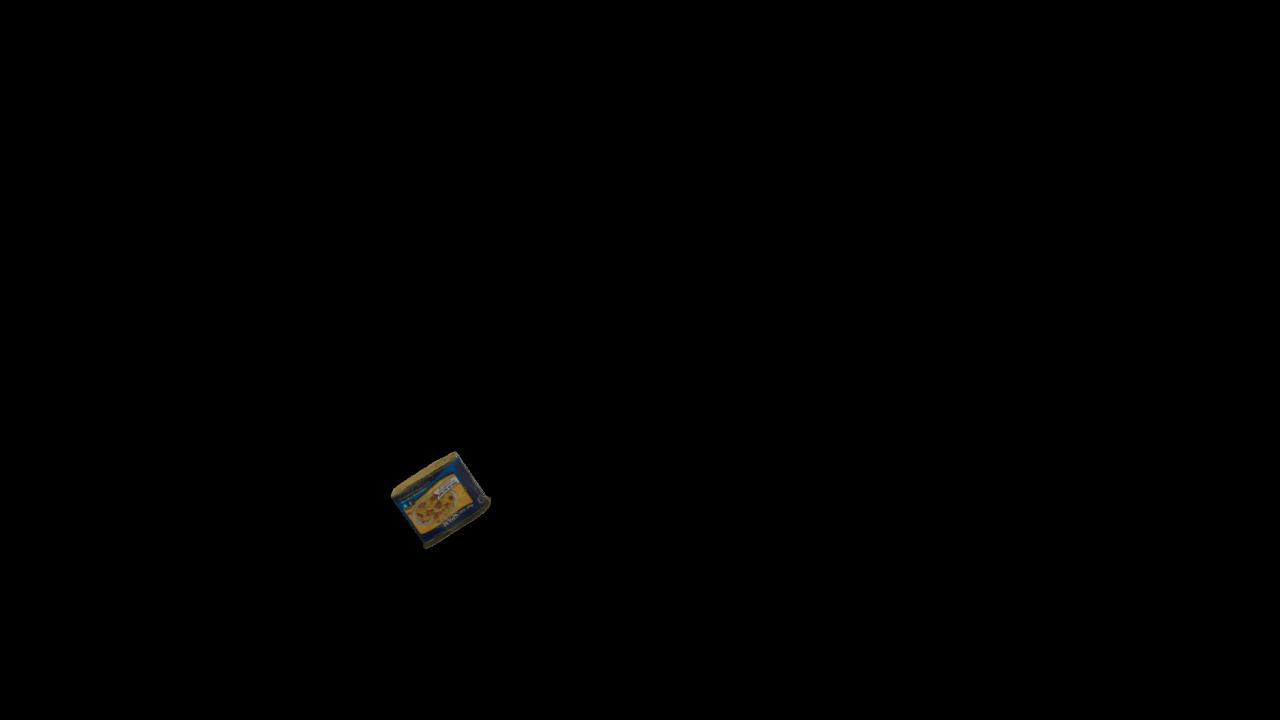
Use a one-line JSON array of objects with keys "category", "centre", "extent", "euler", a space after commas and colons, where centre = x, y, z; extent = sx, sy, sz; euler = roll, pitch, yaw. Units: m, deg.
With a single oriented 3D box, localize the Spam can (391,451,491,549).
[{"category": "Spam can", "centre": [-0.265, 0.184, 0.818], "extent": [0.101, 0.085, 0.058], "euler": [-32, 12, -9]}]
